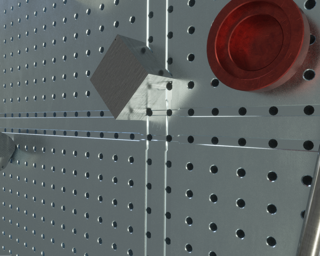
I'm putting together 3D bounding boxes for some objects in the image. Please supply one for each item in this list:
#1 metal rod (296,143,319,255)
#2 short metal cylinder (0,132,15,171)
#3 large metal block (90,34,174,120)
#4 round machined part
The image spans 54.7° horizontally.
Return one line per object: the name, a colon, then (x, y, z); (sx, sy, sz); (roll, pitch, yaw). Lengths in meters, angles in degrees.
metal rod: (0.152, 0.051, 0.283); (0.025, 0.025, 0.298); (14, 99, 39)
short metal cylinder: (-0.367, 0.051, 0.678); (0.080, 0.081, 0.050); (53, 121, 27)
large metal block: (-0.041, -0.067, 0.427); (0.080, 0.050, 0.080); (-50, 61, 28)
round machined part: (0.100, -0.085, 0.315); (0.098, 0.042, 0.097); (0, 90, 40)
